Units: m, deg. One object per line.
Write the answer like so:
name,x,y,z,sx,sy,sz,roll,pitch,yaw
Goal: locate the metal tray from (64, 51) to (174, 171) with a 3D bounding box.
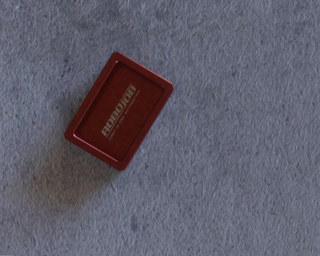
metal tray,-0.052,-0.021,0.407,0.090,0.030,0.130,31,90,0
